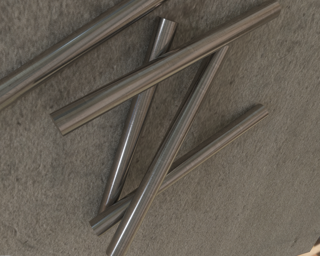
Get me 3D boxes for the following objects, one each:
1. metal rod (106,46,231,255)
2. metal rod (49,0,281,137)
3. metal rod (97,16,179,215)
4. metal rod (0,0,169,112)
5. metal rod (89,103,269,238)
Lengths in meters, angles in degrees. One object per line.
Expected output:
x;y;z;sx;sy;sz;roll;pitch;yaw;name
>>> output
0.010;0.030;0.392;0.025;0.025;0.299;26;92;-37;metal rod
0.023;-0.077;0.342;0.302;0.025;0.025;-32;130;-20;metal rod
-0.037;0.011;0.394;0.025;0.025;0.298;5;116;-31;metal rod
-0.075;-0.089;0.311;0.301;0.025;0.025;-35;129;-5;metal rod
0.036;0.053;0.442;0.301;0.025;0.025;-33;129;-14;metal rod
